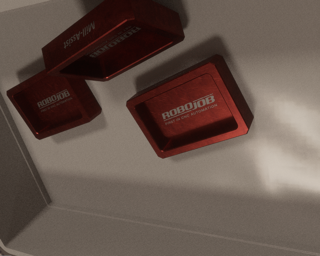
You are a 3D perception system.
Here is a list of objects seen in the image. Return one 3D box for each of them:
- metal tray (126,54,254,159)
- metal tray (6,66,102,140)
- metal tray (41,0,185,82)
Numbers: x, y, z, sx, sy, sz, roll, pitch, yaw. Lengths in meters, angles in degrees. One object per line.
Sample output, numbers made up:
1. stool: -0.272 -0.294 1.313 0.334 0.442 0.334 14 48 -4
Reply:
1. metal tray: 0.033 -0.020 0.374 0.130 0.030 0.090 -21 108 35
2. metal tray: -0.160 -0.039 0.463 0.130 0.030 0.090 -16 110 34
3. metal tray: -0.051 -0.090 0.333 0.130 0.091 0.030 -20 80 35
